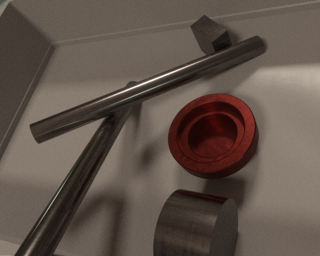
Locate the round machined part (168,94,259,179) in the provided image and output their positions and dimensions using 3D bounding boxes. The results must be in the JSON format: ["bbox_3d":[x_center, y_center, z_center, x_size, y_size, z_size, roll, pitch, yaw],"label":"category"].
[{"bbox_3d":[0.062,0.013,0.354,0.098,0.042,0.098,-13,56,20],"label":"round machined part"}]

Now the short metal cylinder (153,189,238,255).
[{"bbox_3d":[0.036,0.101,0.289,0.050,0.080,0.080,5,64,30],"label":"short metal cylinder"}]

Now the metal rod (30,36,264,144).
[{"bbox_3d":[-0.008,-0.051,0.383,0.302,0.025,0.025,-23,51,-9],"label":"metal rod"}]

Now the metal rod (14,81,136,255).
[{"bbox_3d":[-0.070,0.025,0.343,0.025,0.025,0.301,-12,30,22],"label":"metal rod"}]

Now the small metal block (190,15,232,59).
[{"bbox_3d":[0.073,-0.119,0.423,0.025,0.050,0.050,-39,51,2],"label":"small metal block"}]
